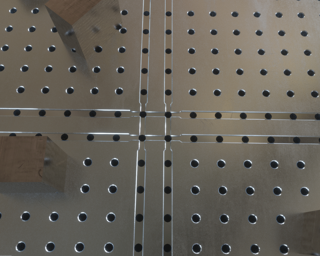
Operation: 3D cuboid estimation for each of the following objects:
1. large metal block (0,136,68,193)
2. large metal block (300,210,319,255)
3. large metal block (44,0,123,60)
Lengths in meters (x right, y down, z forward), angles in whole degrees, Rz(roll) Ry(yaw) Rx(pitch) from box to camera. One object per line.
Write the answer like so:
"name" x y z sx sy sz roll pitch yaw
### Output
"large metal block" -0.162 0.046 0.364 0.081 0.080 0.050 0 70 -1
"large metal block" 0.214 0.125 0.339 0.080 0.080 0.050 14 71 5
"large metal block" -0.103 -0.158 0.439 0.050 0.080 0.080 39 74 12
